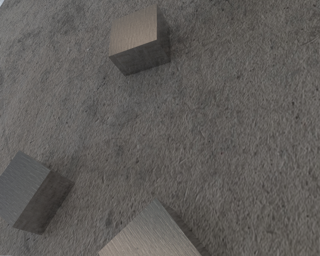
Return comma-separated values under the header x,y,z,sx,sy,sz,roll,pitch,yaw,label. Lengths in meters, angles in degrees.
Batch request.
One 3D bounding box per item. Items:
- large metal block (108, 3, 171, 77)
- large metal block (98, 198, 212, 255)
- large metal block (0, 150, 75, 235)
x,y,z,sx,sy,sz,roll,pitch,yaw,label
-0.031,-0.138,0.489,0.080,0.050,0.080,-14,56,20,large metal block
-0.001,0.132,0.307,0.080,0.050,0.080,-43,51,-2,large metal block
-0.180,0.088,0.429,0.080,0.050,0.080,20,73,35,large metal block
